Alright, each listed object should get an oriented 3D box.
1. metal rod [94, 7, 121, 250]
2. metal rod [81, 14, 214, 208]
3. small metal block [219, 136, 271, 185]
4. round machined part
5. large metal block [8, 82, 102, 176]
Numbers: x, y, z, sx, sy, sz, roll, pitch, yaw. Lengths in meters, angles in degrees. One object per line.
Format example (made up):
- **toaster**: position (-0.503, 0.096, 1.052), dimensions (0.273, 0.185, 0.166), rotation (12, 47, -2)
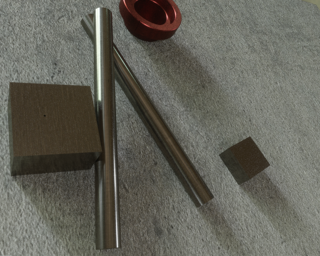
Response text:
- **metal rod**: position (-0.064, -0.018, 0.363), dimensions (0.025, 0.025, 0.299), rotation (6, 64, -26)
- **metal rod**: position (-0.023, -0.032, 0.411), dimensions (0.025, 0.025, 0.299), rotation (-23, 74, -37)
- **small metal block**: position (0.121, 0.046, 0.443), dimensions (0.050, 0.025, 0.050), rotation (-22, 74, -36)
- **round machined part**: position (-0.019, -0.177, 0.492), dimensions (0.099, 0.042, 0.098), rotation (14, 56, -21)
- **large metal block**: position (-0.113, 0.001, 0.327), dimensions (0.081, 0.050, 0.080), rotation (-1, 62, -29)
